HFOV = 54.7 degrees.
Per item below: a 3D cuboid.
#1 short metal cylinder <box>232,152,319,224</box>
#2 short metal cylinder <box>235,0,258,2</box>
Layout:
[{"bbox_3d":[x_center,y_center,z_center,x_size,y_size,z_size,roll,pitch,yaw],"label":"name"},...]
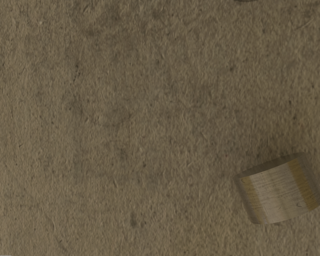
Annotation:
[{"bbox_3d":[0.126,0.064,0.335,0.080,0.080,0.050,-24,82,18],"label":"short metal cylinder"},{"bbox_3d":[0.103,-0.196,0.359,0.080,0.050,0.079,0,90,19],"label":"short metal cylinder"}]
